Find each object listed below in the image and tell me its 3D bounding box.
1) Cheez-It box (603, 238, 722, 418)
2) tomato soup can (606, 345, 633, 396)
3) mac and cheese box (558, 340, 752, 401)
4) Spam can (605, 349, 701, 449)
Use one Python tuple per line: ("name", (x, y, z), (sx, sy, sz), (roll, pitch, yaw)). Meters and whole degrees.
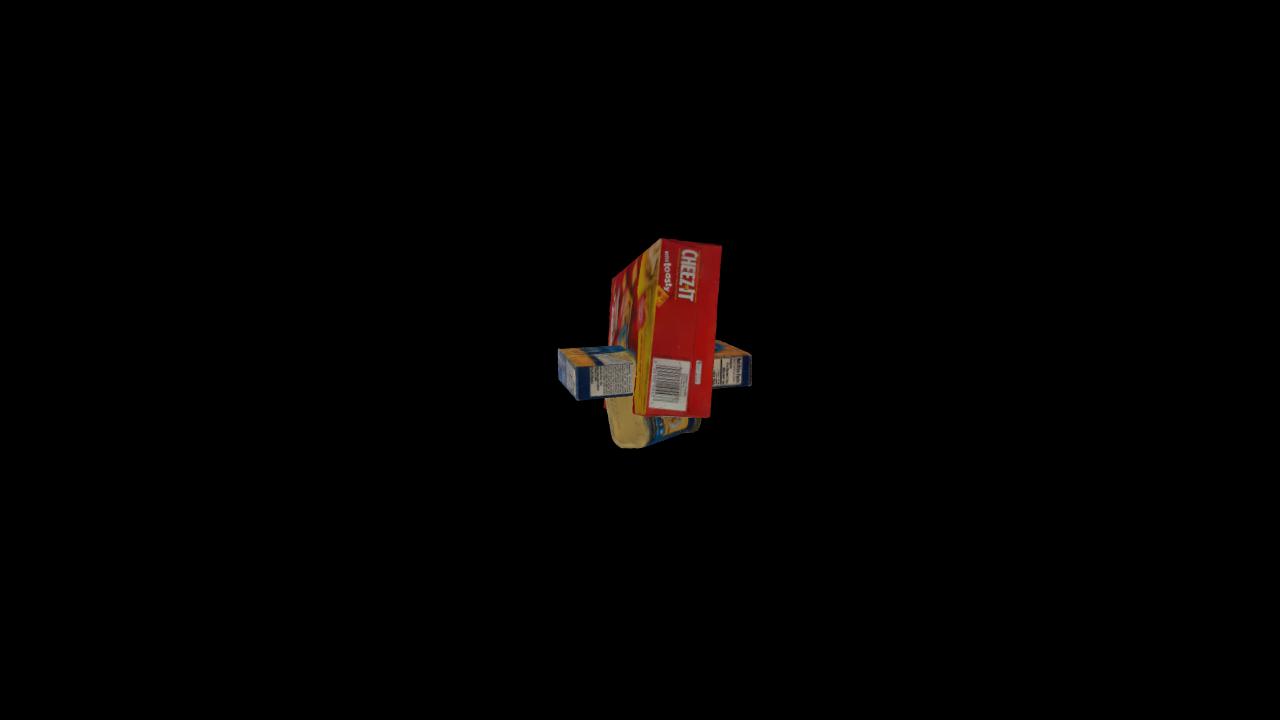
("Cheez-It box", (0.015, -0.023, 0.663), (0.071, 0.166, 0.223), (6, -5, -14))
("tomato soup can", (0.028, 0.009, 0.735), (0.101, 0.068, 0.068), (17, 5, 17))
("mac and cheese box", (0.013, 0.008, 0.643), (0.184, 0.041, 0.093), (-4, 12, -18))
("Spam can", (0.011, 0.035, 0.631), (0.058, 0.101, 0.085), (-9, 2, 41))
